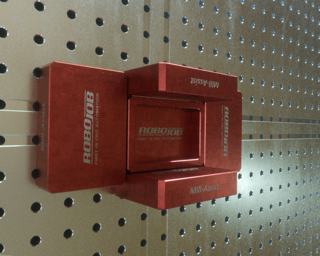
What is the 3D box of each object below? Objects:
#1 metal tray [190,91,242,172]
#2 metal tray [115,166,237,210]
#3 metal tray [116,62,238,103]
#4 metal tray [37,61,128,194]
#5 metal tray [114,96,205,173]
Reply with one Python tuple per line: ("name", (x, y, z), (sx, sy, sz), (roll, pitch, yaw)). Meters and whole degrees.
("metal tray", (0.088, 0.005, 0.480), (0.091, 0.030, 0.129), (1, 89, -41))
("metal tray", (0.022, 0.068, 0.386), (0.131, 0.090, 0.030), (1, 90, -40))
("metal tray", (0.023, -0.052, 0.388), (0.131, 0.090, 0.030), (1, 90, -40))
("metal tray", (-0.082, 0.000, 0.338), (0.091, 0.030, 0.129), (1, 89, -40))
("metal tray", (0.004, 0.008, 0.408), (0.131, 0.030, 0.089), (1, 90, -40))
